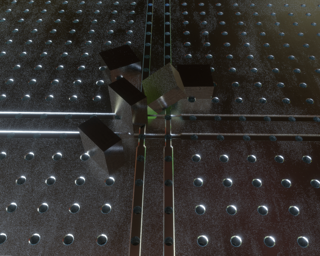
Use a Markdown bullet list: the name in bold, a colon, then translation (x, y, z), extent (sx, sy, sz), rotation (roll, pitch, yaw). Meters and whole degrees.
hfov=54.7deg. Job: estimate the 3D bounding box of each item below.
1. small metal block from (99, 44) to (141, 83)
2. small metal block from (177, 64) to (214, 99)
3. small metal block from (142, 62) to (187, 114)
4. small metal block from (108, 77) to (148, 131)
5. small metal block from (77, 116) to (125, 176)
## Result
- **small metal block**: translation (-0.064, -0.103, 0.494), extent (0.050, 0.025, 0.050), rotation (-21, 53, -18)
- **small metal block**: translation (0.052, -0.070, 0.467), extent (0.050, 0.025, 0.050), rotation (-1, 50, -1)
- **small metal block**: translation (0.005, -0.057, 0.439), extent (0.050, 0.025, 0.050), rotation (-31, 48, 20)
- **small metal block**: translation (-0.043, -0.032, 0.418), extent (0.025, 0.050, 0.050), rotation (-33, 58, -25)
- **small metal block**: translation (-0.070, 0.021, 0.373), extent (0.025, 0.050, 0.050), rotation (-36, 59, -27)
